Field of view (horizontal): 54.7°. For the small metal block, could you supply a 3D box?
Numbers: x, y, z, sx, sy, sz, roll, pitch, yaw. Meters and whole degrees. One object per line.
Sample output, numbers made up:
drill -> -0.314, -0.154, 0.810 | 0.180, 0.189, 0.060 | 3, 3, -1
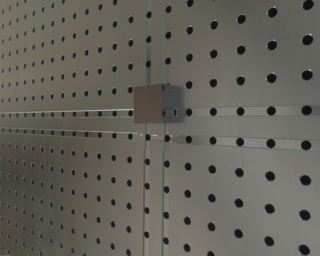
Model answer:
small metal block -> -0.008, -0.031, 0.414 | 0.050, 0.025, 0.050 | -1, 90, 39
